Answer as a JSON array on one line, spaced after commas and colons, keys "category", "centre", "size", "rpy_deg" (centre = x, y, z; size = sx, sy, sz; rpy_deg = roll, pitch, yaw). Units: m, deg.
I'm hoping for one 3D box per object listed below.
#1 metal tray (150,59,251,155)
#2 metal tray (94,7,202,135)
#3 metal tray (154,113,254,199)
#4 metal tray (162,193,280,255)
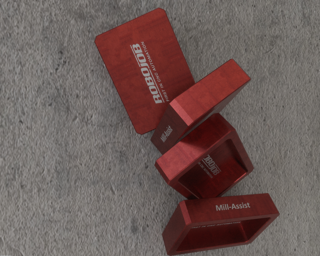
[{"category": "metal tray", "centre": [0.041, -0.018, 0.364], "size": [0.090, 0.130, 0.030], "rpy_deg": [-36, 81, -20]}, {"category": "metal tray", "centre": [-0.012, -0.068, 0.384], "size": [0.090, 0.030, 0.129], "rpy_deg": [-23, 99, 5]}, {"category": "metal tray", "centre": [0.060, 0.047, 0.375], "size": [0.090, 0.030, 0.130], "rpy_deg": [-40, 144, 2]}, {"category": "metal tray", "centre": [0.077, 0.126, 0.405], "size": [0.131, 0.089, 0.030], "rpy_deg": [0, 46, -20]}]
